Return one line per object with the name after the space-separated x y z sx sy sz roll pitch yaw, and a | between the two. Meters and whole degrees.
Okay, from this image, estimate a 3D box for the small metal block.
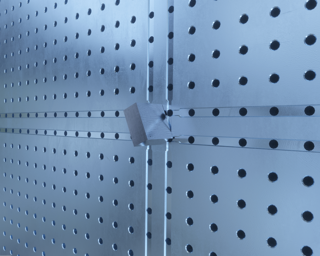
-0.015 -0.004 0.406 0.025 0.050 0.050 -28 73 36 | small metal block
